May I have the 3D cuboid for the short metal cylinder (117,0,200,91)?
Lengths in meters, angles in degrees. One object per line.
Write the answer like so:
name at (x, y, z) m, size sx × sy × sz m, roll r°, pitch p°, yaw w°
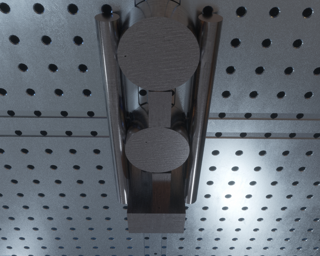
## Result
short metal cylinder at (-0.001, -0.085, 0.322) m, size 0.081 × 0.050 × 0.079 m, roll 0°, pitch 130°, yaw 0°

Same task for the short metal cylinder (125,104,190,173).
short metal cylinder at (-0.003, 0.013, 0.406) m, size 0.081 × 0.050 × 0.079 m, roll 0°, pitch 130°, yaw 0°

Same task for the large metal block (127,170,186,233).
large metal block at (-0.005, 0.110, 0.469) m, size 0.081 × 0.080 × 0.050 m, roll 1°, pitch 130°, yaw -1°

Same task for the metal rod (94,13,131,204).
metal rod at (-0.056, 0.001, 0.410) m, size 0.025 × 0.025 × 0.298 m, roll 0°, pitch 130°, yaw -1°

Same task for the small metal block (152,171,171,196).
small metal block at (0.002, 0.063, 0.448) m, size 0.025 × 0.050 × 0.050 m, roll 0°, pitch 130°, yaw 0°

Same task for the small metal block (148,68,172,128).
small metal block at (0.000, -0.036, 0.363) m, size 0.025 × 0.050 × 0.050 m, roll 1°, pitch 130°, yaw -1°

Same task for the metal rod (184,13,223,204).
metal rod at (0.050, 0.001, 0.412) m, size 0.025 × 0.025 × 0.298 m, roll 0°, pitch 130°, yaw -1°
